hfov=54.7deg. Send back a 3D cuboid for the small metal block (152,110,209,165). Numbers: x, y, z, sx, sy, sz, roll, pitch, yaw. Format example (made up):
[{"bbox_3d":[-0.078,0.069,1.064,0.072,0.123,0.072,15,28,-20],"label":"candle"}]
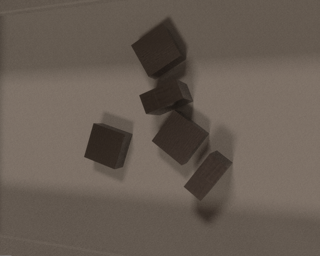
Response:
[{"bbox_3d":[0.027,0.012,0.400,0.050,0.025,0.050,39,102,15],"label":"small metal block"}]

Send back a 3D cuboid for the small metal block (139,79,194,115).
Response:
[{"bbox_3d":[0.009,-0.038,0.393,0.050,0.050,0.025,-22,83,18],"label":"small metal block"}]

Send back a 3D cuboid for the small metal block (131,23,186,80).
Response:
[{"bbox_3d":[-0.002,-0.100,0.410,0.050,0.025,0.050,-31,80,17],"label":"small metal block"}]

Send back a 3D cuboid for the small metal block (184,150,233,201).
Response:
[{"bbox_3d":[0.060,0.056,0.376,0.025,0.050,0.050,39,102,15],"label":"small metal block"}]

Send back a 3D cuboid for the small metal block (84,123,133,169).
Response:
[{"bbox_3d":[-0.072,0.025,0.435,0.050,0.025,0.050,19,96,18],"label":"small metal block"}]
